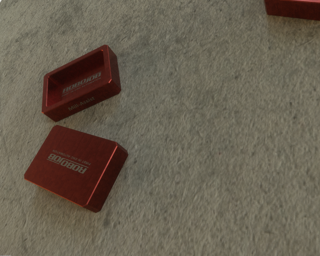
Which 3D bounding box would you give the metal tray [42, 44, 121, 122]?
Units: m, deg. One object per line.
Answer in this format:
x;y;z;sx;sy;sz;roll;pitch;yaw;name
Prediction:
-0.132;-0.074;0.512;0.130;0.030;0.090;-22;54;14;metal tray

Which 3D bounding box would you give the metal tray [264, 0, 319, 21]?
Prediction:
0.210;-0.206;0.416;0.090;0.030;0.130;24;74;36;metal tray

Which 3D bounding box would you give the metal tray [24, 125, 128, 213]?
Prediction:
-0.118;0.052;0.429;0.130;0.030;0.090;13;68;33;metal tray
